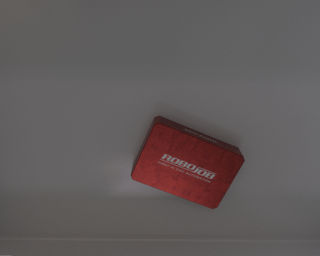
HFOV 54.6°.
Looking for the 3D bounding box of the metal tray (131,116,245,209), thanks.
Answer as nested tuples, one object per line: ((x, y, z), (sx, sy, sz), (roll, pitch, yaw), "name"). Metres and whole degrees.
((0.037, 0.049, 0.427), (0.131, 0.030, 0.089), (22, 109, -8), "metal tray")
